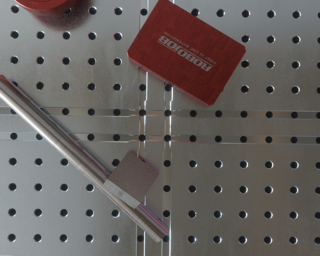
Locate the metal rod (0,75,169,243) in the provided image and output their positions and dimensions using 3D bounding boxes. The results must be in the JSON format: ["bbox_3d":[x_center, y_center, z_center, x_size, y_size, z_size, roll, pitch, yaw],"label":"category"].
[{"bbox_3d":[-0.106,0.041,0.411,0.300,0.025,0.025,43,90,-1],"label":"metal rod"}]

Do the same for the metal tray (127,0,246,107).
[{"bbox_3d":[0.034,-0.098,0.411,0.130,0.030,0.090,31,90,-1],"label":"metal tray"}]

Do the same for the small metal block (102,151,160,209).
[{"bbox_3d":[-0.037,0.067,0.400,0.050,0.025,0.050,36,51,0],"label":"small metal block"}]

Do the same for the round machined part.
[{"bbox_3d":[-0.147,-0.194,0.403,0.099,0.042,0.097,0,90,-1],"label":"round machined part"}]
